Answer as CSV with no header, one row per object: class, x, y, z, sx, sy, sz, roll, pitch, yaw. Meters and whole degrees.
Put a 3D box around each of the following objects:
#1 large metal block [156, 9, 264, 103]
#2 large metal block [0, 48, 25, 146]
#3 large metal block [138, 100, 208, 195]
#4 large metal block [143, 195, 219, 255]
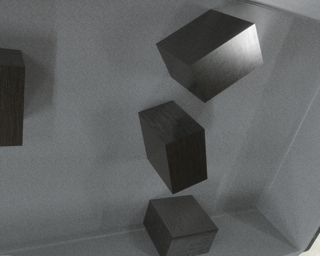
large metal block,0.055,-0.085,0.352,0.080,0.080,0.050,-34,129,-6
large metal block,-0.170,-0.029,0.282,0.081,0.050,0.079,-1,119,-29
large metal block,0.016,0.023,0.398,0.050,0.080,0.079,-21,127,-17
large metal block,0.030,0.154,0.487,0.081,0.080,0.050,1,118,-29
